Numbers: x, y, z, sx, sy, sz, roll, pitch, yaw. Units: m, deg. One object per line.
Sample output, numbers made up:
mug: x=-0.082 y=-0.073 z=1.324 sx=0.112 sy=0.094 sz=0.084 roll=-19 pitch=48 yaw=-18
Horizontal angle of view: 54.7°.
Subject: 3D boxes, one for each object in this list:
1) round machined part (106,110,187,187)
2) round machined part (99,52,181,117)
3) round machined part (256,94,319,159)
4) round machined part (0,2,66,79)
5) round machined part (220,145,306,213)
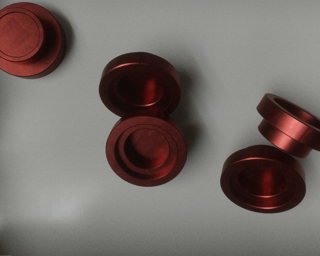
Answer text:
round machined part: x=-0.016 y=0.022 z=0.392 sx=0.099 sy=0.042 sz=0.097 roll=1 pitch=113 yaw=2
round machined part: x=-0.023 y=-0.055 z=0.385 sx=0.099 sy=0.097 sz=0.042 roll=3 pitch=50 yaw=-1
round machined part: x=0.162 y=0.001 z=0.381 sx=0.098 sy=0.098 sz=0.042 roll=28 pitch=113 yaw=-1
round machined part: x=-0.177 y=-0.115 z=0.401 sx=0.099 sy=0.042 sz=0.097 roll=0 pitch=90 yaw=-1
round machined part: x=0.128 y=0.059 z=0.388 sx=0.098 sy=0.042 sz=0.097 roll=11 pitch=131 yaw=13
